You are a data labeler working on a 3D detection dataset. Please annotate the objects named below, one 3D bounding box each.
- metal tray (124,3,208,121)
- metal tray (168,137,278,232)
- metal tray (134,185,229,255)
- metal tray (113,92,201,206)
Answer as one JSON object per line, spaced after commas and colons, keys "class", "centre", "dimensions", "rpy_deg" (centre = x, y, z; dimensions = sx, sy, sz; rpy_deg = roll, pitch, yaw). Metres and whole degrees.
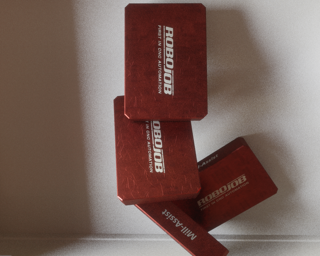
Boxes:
{"class": "metal tray", "centre": [0.006, -0.074, 0.354], "dimensions": [0.091, 0.030, 0.129], "rpy_deg": [0, 86, 0]}
{"class": "metal tray", "centre": [0.086, 0.084, 0.440], "dimensions": [0.130, 0.030, 0.090], "rpy_deg": [-34, 107, 11]}
{"class": "metal tray", "centre": [0.018, 0.123, 0.401], "dimensions": [0.130, 0.090, 0.030], "rpy_deg": [40, 75, 5]}
{"class": "metal tray", "centre": [-0.006, 0.021, 0.370], "dimensions": [0.091, 0.030, 0.130], "rpy_deg": [-6, 65, -1]}
